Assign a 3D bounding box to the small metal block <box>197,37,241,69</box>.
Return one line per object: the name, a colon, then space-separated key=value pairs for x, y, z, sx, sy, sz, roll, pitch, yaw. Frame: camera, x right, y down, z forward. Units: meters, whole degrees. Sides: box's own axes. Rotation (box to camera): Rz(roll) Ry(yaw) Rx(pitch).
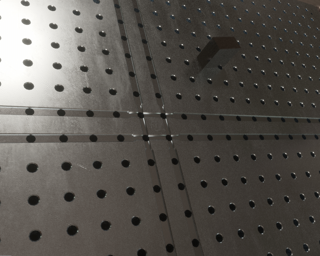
small metal block: x=0.100 y=-0.128 z=0.526 sx=0.050 sy=0.050 sz=0.025 roll=-12 pitch=68 yaw=-34
